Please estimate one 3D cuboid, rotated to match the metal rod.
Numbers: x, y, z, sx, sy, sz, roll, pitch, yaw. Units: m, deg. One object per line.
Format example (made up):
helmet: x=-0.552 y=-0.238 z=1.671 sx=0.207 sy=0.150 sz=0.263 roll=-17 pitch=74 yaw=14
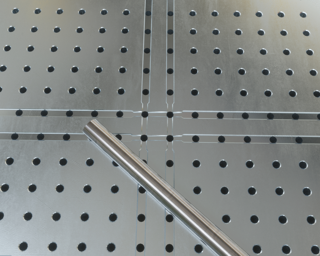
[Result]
metal rod: x=0.019 y=0.092 z=0.378 sx=0.300 sy=0.025 sz=0.025 roll=40 pitch=75 yaw=13
